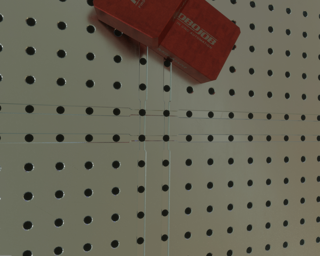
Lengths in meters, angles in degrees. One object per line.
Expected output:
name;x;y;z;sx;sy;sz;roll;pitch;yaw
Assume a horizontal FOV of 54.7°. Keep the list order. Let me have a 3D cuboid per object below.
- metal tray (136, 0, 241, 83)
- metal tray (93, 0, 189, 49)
metal tray;0.038;-0.133;0.425;0.131;0.030;0.090;31;80;-18
metal tray;-0.010;-0.176;0.389;0.090;0.030;0.130;30;79;5
